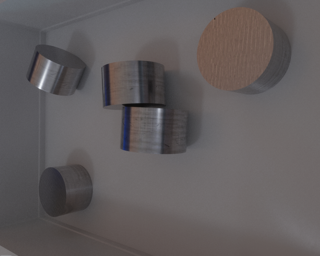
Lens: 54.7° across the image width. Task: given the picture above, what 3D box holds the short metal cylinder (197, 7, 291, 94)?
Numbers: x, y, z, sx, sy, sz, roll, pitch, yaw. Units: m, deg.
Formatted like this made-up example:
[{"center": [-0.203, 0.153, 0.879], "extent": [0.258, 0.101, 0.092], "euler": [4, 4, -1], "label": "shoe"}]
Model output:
[{"center": [0.086, -0.076, 0.319], "extent": [0.080, 0.050, 0.079], "euler": [0, 90, 39], "label": "short metal cylinder"}]

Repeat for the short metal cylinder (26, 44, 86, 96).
[{"center": [-0.170, -0.095, 0.508], "extent": [0.080, 0.081, 0.050], "euler": [43, 116, 31], "label": "short metal cylinder"}]

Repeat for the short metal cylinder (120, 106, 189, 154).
[{"center": [-0.007, 0.001, 0.375], "extent": [0.080, 0.081, 0.050], "euler": [6, 94, 39], "label": "short metal cylinder"}]

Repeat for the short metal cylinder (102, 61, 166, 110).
[{"center": [-0.033, -0.052, 0.396], "extent": [0.080, 0.081, 0.050], "euler": [-4, 87, 39], "label": "short metal cylinder"}]

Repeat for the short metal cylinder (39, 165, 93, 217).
[{"center": [-0.158, 0.103, 0.518], "extent": [0.080, 0.050, 0.079], "euler": [0, 90, 39], "label": "short metal cylinder"}]
